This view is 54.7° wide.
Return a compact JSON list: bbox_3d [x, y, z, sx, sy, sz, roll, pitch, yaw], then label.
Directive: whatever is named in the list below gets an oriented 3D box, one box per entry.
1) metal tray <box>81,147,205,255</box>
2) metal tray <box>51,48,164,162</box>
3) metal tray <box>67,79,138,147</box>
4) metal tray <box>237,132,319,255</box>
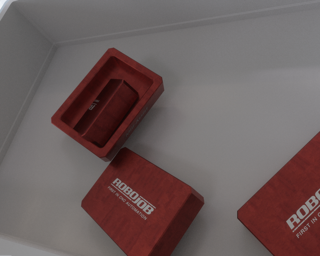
[{"bbox_3d":[-0.025,0.084,0.350,0.130,0.030,0.090,24,74,47],"label":"metal tray"},{"bbox_3d":[-0.067,-0.032,0.411,0.090,0.030,0.130,34,79,13],"label":"metal tray"},{"bbox_3d":[-0.095,-0.027,0.443,0.130,0.030,0.090,16,68,55],"label":"metal tray"},{"bbox_3d":[0.149,0.070,0.282,0.130,0.030,0.090,-43,51,-2],"label":"metal tray"}]
